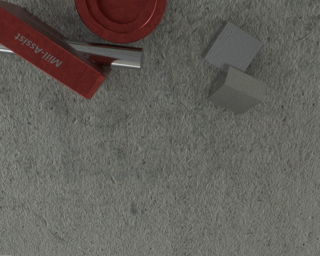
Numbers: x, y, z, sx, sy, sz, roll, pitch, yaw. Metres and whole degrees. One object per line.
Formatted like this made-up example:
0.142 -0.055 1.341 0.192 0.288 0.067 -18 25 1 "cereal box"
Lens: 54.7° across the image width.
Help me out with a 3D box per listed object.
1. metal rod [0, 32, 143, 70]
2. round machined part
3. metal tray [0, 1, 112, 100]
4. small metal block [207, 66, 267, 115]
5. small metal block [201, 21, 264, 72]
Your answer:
-0.170 -0.097 0.357 0.302 0.025 0.025 7 110 2 "metal rod"
-0.042 -0.147 0.346 0.099 0.042 0.097 0 110 -1 "round machined part"
-0.119 -0.086 0.340 0.130 0.090 0.030 33 101 -12 "metal tray"
0.093 -0.044 0.379 0.050 0.050 0.025 23 70 -9 "small metal block"
0.087 -0.095 0.376 0.050 0.025 0.050 29 107 -11 "small metal block"
